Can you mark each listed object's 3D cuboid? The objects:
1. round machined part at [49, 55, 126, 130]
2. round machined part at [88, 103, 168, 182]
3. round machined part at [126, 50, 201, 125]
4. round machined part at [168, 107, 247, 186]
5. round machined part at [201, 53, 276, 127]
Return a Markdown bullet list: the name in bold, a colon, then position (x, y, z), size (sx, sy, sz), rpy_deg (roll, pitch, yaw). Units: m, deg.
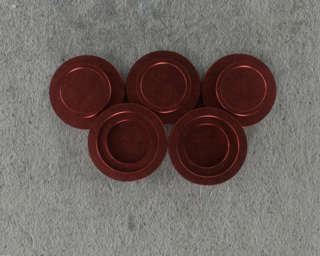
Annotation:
- **round machined part**: position (-0.095, -0.046, 0.401), size (0.099, 0.042, 0.097), rpy_deg (0, 90, -1)
- **round machined part**: position (-0.040, 0.018, 0.402), size (0.099, 0.042, 0.097), rpy_deg (0, 90, -1)
- **round machined part**: position (0.004, -0.053, 0.403), size (0.099, 0.042, 0.097), rpy_deg (0, 90, -1)
- **round machined part**: position (0.059, 0.023, 0.403), size (0.099, 0.042, 0.097), rpy_deg (0, 90, -1)
- **round machined part**: position (0.103, -0.049, 0.404), size (0.099, 0.042, 0.097), rpy_deg (0, 90, -1)
